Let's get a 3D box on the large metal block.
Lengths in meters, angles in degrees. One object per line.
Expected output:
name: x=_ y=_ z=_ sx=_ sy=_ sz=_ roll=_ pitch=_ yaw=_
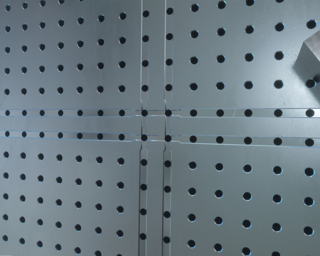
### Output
large metal block: x=0.190 y=-0.063 z=0.317 sx=0.050 sy=0.080 sz=0.080 roll=-36 pitch=79 yaw=16
